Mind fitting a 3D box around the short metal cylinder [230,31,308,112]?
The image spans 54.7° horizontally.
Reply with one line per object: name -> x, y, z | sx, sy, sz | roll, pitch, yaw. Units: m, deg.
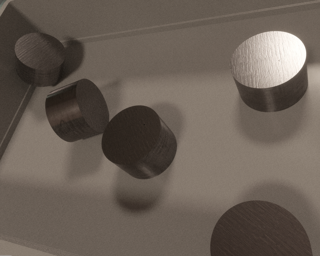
short metal cylinder -> 0.128, -0.065, 0.362 | 0.080, 0.050, 0.080 | -13, 56, 20

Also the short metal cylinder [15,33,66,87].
short metal cylinder -> -0.210, -0.119, 0.543 | 0.081, 0.050, 0.080 | 10, 59, -18

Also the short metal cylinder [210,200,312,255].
short metal cylinder -> 0.091, 0.110, 0.274 | 0.080, 0.050, 0.080 | -13, 56, 20

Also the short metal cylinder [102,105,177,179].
short metal cylinder -> -0.025, 0.018, 0.390 | 0.080, 0.050, 0.080 | -13, 56, 20

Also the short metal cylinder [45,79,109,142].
short metal cylinder -> -0.116, -0.025, 0.445 | 0.050, 0.080, 0.080 | -18, 55, 18
